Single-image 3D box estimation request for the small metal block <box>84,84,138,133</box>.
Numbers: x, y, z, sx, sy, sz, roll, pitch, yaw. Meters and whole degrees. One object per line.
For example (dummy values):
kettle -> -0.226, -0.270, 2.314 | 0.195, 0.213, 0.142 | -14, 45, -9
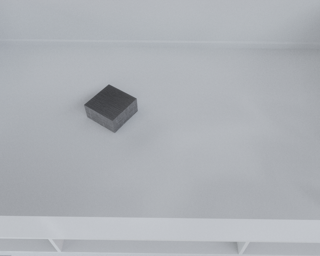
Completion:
small metal block -> -0.067, -0.028, 0.428 | 0.050, 0.025, 0.050 | 28, 56, 22
